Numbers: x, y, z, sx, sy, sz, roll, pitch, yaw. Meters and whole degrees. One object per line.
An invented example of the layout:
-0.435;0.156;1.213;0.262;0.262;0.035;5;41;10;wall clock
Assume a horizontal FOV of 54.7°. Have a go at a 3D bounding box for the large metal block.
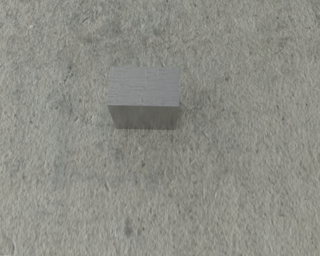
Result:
-0.018;-0.035;0.391;0.081;0.080;0.050;1;70;0;large metal block
